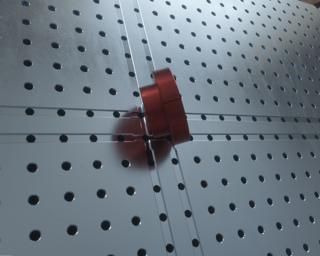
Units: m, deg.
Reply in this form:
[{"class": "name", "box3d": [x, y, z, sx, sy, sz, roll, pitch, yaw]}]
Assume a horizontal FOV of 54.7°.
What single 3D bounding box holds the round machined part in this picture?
[{"class": "round machined part", "box3d": [0.003, -0.024, 0.391, 0.042, 0.098, 0.098, -16, 67, -1]}]
